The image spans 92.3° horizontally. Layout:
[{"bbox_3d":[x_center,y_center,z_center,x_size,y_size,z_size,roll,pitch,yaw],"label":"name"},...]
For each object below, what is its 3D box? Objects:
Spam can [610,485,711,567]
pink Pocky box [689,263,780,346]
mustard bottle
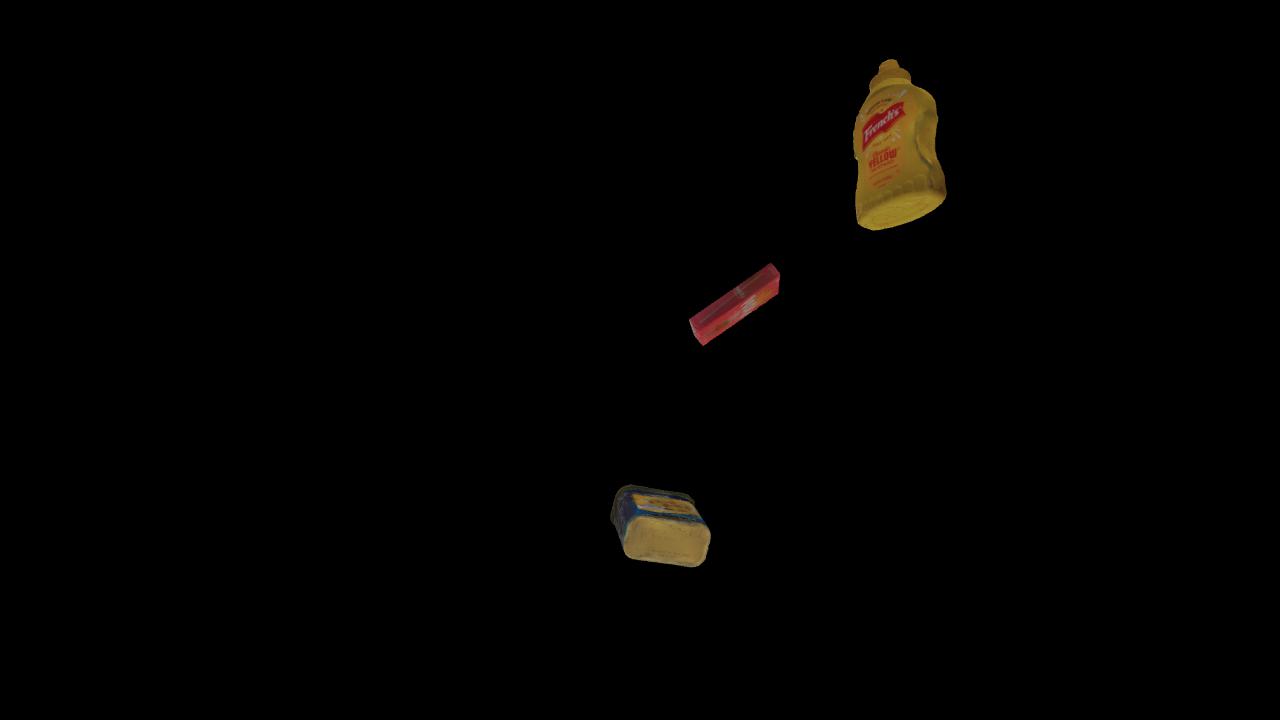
[{"bbox_3d":[0.023,0.190,0.706,0.101,0.058,0.085,11,7,-13],"label":"Spam can"},{"bbox_3d":[0.151,-0.085,0.970,0.155,0.029,0.084,-35,-17,0],"label":"pink Pocky box"},{"bbox_3d":[0.269,-0.237,0.650,0.054,0.184,0.092,10,-17,-26],"label":"mustard bottle"}]
